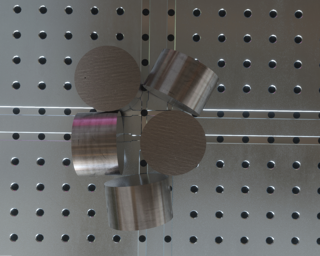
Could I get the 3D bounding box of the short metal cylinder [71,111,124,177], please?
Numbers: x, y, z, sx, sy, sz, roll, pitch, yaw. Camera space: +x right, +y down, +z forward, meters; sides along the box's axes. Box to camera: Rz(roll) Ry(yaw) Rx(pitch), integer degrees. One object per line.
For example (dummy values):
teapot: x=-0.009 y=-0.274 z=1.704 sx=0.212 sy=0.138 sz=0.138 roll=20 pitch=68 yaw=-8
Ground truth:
short metal cylinder: x=-0.074 y=0.020 z=0.386 sx=0.050 sy=0.080 sz=0.080 roll=-2 pitch=90 yaw=-1

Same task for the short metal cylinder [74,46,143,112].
short metal cylinder: x=-0.063 y=-0.060 z=0.400 sx=0.080 sy=0.050 sz=0.079 roll=0 pitch=90 yaw=1

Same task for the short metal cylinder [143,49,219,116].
short metal cylinder: x=0.026 y=-0.056 z=0.386 sx=0.080 sy=0.080 sz=0.050 roll=28 pitch=89 yaw=0

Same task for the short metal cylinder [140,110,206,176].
short metal cylinder: x=0.016 y=0.018 z=0.401 sx=0.081 sy=0.050 sz=0.079 roll=0 pitch=91 yaw=-1

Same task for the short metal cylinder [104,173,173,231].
short metal cylinder: x=-0.026 y=0.089 z=0.385 sx=0.080 sy=0.080 sz=0.050 roll=-6 pitch=91 yaw=0
